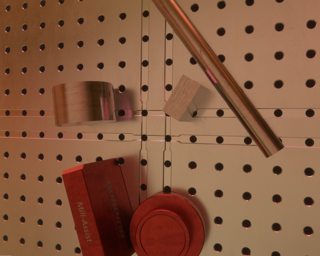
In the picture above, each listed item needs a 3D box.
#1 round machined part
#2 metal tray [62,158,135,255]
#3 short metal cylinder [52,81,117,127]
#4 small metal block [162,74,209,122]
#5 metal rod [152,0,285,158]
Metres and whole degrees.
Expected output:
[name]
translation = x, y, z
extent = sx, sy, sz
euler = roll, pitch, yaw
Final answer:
[round machined part]
translation = 0.007, 0.134, 0.394
extent = 0.098, 0.042, 0.097
euler = -1, 87, 12
[metal tray]
translation = -0.072, 0.109, 0.402
extent = 0.030, 0.090, 0.129
euler = -18, 84, 19
[short metal cylinder]
translation = -0.101, -0.031, 0.418
extent = 0.080, 0.080, 0.050
euler = -6, 88, 19
[small metal block]
translation = 0.033, -0.035, 0.387
extent = 0.025, 0.050, 0.050
euler = 34, 101, 16
[metal rod]
translation = 0.055, -0.094, 0.392
extent = 0.025, 0.025, 0.299
euler = -37, 79, 16
